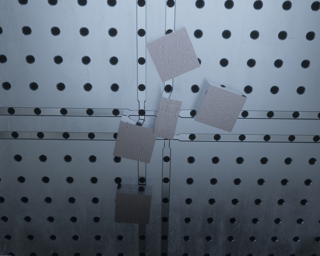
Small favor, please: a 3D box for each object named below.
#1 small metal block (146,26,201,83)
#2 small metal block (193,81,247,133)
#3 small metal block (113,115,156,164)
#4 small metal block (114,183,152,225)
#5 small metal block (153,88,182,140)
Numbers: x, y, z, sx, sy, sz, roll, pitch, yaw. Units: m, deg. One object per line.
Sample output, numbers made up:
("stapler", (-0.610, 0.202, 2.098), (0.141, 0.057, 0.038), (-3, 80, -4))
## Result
("small metal block", (0.016, -0.091, 0.380), (0.050, 0.025, 0.050), (-22, 109, 7))
("small metal block", (0.077, -0.028, 0.404), (0.050, 0.025, 0.050), (18, 109, -7))
("small metal block", (-0.033, 0.015, 0.419), (0.050, 0.025, 0.050), (13, 110, -5))
("small metal block", (-0.039, 0.111, 0.454), (0.050, 0.025, 0.050), (5, 110, -3))
("small metal block", (0.008, -0.019, 0.393), (0.025, 0.050, 0.050), (11, 110, -5))
